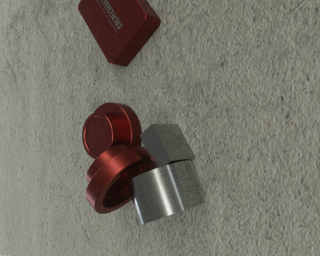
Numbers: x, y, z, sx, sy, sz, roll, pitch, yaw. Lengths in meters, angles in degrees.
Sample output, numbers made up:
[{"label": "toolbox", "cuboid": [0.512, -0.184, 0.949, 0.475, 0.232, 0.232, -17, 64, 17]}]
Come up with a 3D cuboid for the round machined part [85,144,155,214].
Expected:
[{"label": "round machined part", "cuboid": [-0.054, 0.060, 0.398, 0.042, 0.099, 0.097, 43, 116, 25]}]

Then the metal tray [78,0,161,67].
[{"label": "metal tray", "cuboid": [-0.064, -0.166, 0.452, 0.090, 0.030, 0.130, -45, 64, 30]}]

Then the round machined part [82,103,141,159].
[{"label": "round machined part", "cuboid": [-0.077, 0.011, 0.455, 0.098, 0.042, 0.097, 0, 90, 39]}]

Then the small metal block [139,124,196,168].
[{"label": "small metal block", "cuboid": [0.010, 0.023, 0.379, 0.025, 0.050, 0.050, -41, 65, 31]}]

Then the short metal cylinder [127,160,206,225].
[{"label": "short metal cylinder", "cuboid": [0.007, 0.075, 0.362, 0.080, 0.081, 0.050, -30, 72, 36]}]
